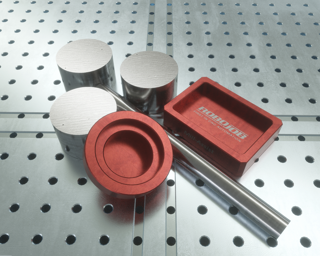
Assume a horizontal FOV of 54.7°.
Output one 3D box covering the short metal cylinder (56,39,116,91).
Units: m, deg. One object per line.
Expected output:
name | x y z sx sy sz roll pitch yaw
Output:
short metal cylinder | -0.109 -0.090 0.466 0.080 0.050 0.080 0 50 0

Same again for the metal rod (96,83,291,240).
metal rod | 0.020 0.025 0.387 0.300 0.025 0.025 37 59 27

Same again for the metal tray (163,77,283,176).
metal tray | 0.080 -0.008 0.410 0.130 0.030 0.090 36 59 26

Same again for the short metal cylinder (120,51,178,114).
short metal cylinder | -0.015 -0.066 0.446 0.080 0.050 0.080 0 50 0

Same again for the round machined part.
round machined part | -0.038 0.032 0.355 0.099 0.042 0.098 8 64 -16

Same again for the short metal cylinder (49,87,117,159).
short metal cylinder | -0.093 -0.007 0.396 0.080 0.050 0.080 0 50 0
